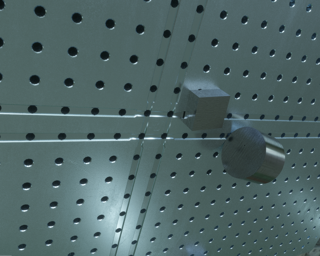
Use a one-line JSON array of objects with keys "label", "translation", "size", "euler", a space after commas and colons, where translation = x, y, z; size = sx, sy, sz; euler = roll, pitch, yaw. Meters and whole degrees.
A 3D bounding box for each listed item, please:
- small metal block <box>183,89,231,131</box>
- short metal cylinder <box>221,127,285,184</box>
[{"label": "small metal block", "translation": [0.064, -0.026, 0.430], "size": [0.050, 0.025, 0.050], "euler": [-6, 121, -26]}, {"label": "short metal cylinder", "translation": [0.143, 0.043, 0.480], "size": [0.050, 0.080, 0.080], "euler": [20, 108, -36]}]
